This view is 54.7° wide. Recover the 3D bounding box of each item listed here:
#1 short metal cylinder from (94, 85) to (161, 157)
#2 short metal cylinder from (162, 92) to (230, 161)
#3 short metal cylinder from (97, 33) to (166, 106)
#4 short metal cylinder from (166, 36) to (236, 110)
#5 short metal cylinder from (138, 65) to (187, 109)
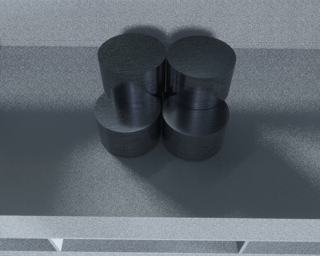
[{"bbox_3d":[-0.039,-0.010,0.394,0.080,0.050,0.080,0,50,0],"label":"short metal cylinder"},{"bbox_3d":[0.043,-0.005,0.391,0.080,0.050,0.080,0,50,0],"label":"short metal cylinder"},{"bbox_3d":[-0.033,-0.073,0.383,0.080,0.050,0.080,0,50,0],"label":"short metal cylinder"},{"bbox_3d":[0.048,-0.068,0.378,0.080,0.050,0.080,0,50,0],"label":"short metal cylinder"},{"bbox_3d":[0.006,-0.061,0.438,0.080,0.050,0.080,0,50,0],"label":"short metal cylinder"}]
